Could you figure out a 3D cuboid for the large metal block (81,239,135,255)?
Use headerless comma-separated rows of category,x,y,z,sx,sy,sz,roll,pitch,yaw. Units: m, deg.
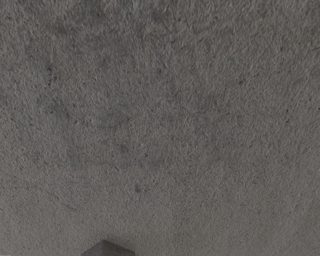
large metal block,-0.108,0.278,0.626,0.080,0.050,0.080,34,122,-26
